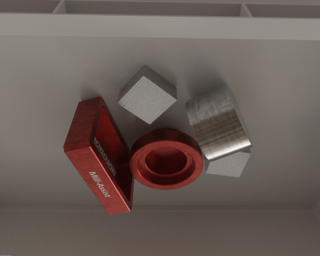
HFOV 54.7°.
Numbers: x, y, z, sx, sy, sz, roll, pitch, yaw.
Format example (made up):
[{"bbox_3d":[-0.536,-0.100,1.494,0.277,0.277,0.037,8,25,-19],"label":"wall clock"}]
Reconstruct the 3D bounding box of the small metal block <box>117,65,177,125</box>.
[{"bbox_3d":[-0.015,-0.039,0.373,0.050,0.025,0.050,34,123,-24],"label":"small metal block"}]

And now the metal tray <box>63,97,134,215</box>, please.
[{"bbox_3d":[-0.069,0.037,0.395,0.030,0.090,0.129,-13,129,11],"label":"metal tray"}]

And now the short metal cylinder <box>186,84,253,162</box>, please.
[{"bbox_3d":[0.071,-0.006,0.367,0.050,0.080,0.080,-23,127,18],"label":"short metal cylinder"}]

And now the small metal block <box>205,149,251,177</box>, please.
[{"bbox_3d":[0.095,0.042,0.444,0.050,0.025,0.050,8,129,-6],"label":"small metal block"}]

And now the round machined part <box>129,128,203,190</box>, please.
[{"bbox_3d":[0.008,0.038,0.427,0.099,0.042,0.097,-1,130,0],"label":"round machined part"}]
